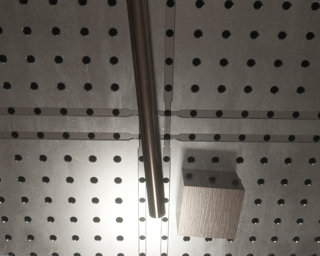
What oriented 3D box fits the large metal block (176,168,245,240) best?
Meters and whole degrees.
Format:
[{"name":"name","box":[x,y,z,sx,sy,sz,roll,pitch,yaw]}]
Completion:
[{"name":"large metal block","box":[0.068,0.107,0.441,0.081,0.050,0.079,5,110,-2]}]

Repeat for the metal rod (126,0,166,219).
[{"name":"metal rod","box":[-0.015,-0.013,0.408,0.025,0.025,0.298,-4,110,1]}]
